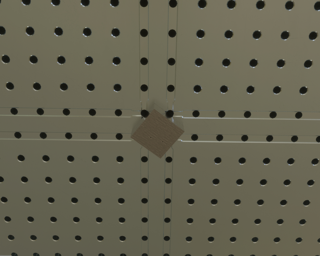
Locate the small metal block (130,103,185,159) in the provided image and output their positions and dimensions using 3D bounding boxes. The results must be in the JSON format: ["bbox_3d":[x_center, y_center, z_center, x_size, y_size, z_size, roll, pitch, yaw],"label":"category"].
[{"bbox_3d":[-0.003,0.004,0.415,0.050,0.025,0.050,37,106,-13],"label":"small metal block"}]
